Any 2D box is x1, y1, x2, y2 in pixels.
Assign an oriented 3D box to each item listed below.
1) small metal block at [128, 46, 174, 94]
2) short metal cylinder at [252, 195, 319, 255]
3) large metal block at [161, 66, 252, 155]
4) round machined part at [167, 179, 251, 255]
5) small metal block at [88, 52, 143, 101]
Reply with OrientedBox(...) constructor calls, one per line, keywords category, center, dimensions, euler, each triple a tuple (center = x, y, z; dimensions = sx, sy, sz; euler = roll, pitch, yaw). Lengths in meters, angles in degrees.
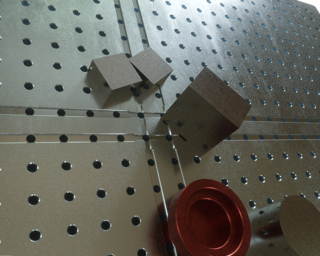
OrientedBox(category="small metal block", center=(-0.017, -0.085, 0.452), dimensions=(0.050, 0.025, 0.050), euler=(45, 51, 3))
OrientedBox(category="short metal cylinder", center=(0.170, 0.134, 0.404), dimensions=(0.081, 0.050, 0.080), euler=(14, 56, -21))
OrientedBox(category="large metal block", center=(0.061, -0.022, 0.421), dimensions=(0.080, 0.080, 0.050), euler=(41, 51, -1))
OrientedBox(category="round machined part", center=(0.052, 0.112, 0.359), dimensions=(0.099, 0.042, 0.098), euler=(14, 56, -21))
OrientedBox(category="small metal block", center=(-0.061, -0.071, 0.420), dimensions=(0.050, 0.025, 0.050), euler=(-24, 75, -37))
